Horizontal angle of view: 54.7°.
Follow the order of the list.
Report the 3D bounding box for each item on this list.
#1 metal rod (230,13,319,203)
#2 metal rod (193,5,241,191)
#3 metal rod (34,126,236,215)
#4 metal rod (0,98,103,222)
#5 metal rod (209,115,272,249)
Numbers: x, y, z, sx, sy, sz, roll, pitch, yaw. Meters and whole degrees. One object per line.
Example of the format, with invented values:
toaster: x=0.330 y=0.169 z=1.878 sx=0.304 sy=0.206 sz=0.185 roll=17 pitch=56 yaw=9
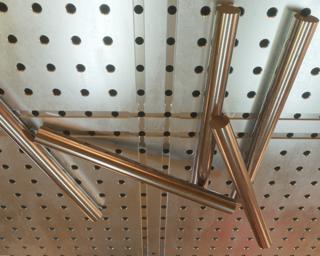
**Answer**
metal rod: x=0.139 y=0.000 z=0.413 sx=0.025 sy=0.025 sz=0.298 roll=3 pitch=130 yaw=-3
metal rod: x=0.066 y=-0.006 z=0.407 sx=0.025 sy=0.025 sz=0.298 roll=1 pitch=130 yaw=-1
metal rod: x=-0.027 y=0.064 z=0.445 sx=0.302 sy=0.025 sz=0.025 roll=22 pitch=127 yaw=-11
metal rod: x=-0.167 y=0.047 z=0.448 sx=0.025 sy=0.025 sz=0.299 roll=-18 pitch=128 yaw=14
metal rod: x=0.129 y=0.098 z=0.463 sx=0.025 sy=0.025 sz=0.299 roll=-18 pitch=128 yaw=14
